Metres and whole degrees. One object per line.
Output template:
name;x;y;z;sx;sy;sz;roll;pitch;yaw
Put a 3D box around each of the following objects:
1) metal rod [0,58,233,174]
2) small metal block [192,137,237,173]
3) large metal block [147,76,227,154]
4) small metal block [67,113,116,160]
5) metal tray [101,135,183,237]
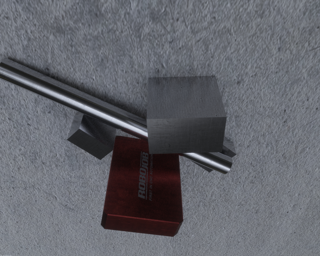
metal rod;-0.044;-0.009;0.383;0.302;0.025;0.025;24;126;-13
small metal block;0.070;0.030;0.436;0.050;0.025;0.050;34;122;-26
large metal block;0.027;-0.017;0.357;0.081;0.080;0.050;-2;130;1
small metal block;-0.085;0.005;0.394;0.050;0.050;0.025;37;121;-27
metal tray;-0.021;0.069;0.399;0.091;0.130;0.030;10;129;-8
